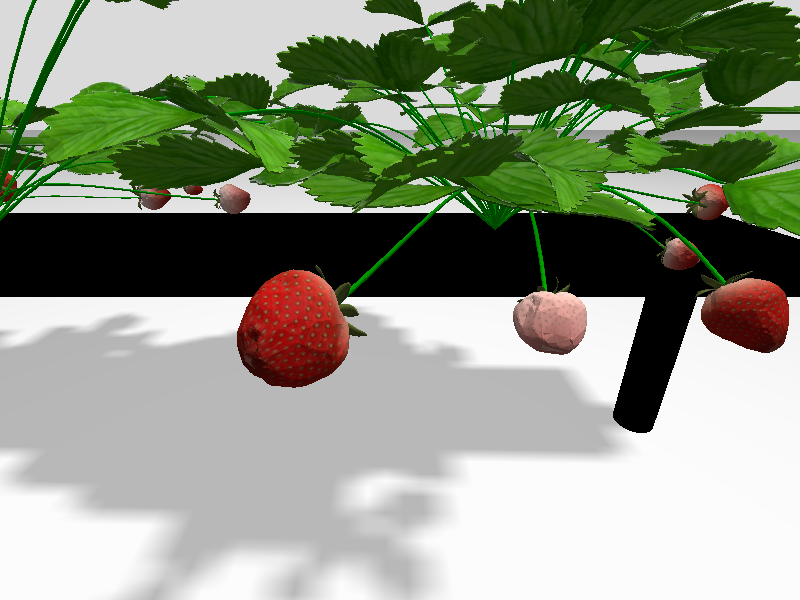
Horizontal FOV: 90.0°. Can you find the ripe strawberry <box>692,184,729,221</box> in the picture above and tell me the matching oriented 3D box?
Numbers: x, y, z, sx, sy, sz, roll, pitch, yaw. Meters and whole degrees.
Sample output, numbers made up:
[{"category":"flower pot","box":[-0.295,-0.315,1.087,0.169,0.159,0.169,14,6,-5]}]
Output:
[{"category":"ripe strawberry","box":[0.303,-0.095,0.388,0.035,0.034,0.032,-4,25,-10]}]

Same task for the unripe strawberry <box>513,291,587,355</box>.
[{"category":"unripe strawberry","box":[0.062,0.010,0.165,0.029,0.026,0.026,3,45,6]}]

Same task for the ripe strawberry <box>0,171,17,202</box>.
[{"category":"ripe strawberry","box":[-0.475,-0.136,0.470,0.039,0.041,0.042,-19,30,-35]}]

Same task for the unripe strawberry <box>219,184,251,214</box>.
[{"category":"unripe strawberry","box":[-0.171,-0.105,0.416,0.030,0.030,0.028,-8,26,-19]}]

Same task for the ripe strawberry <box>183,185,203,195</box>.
[{"category":"ripe strawberry","box":[-0.259,-0.141,0.503,0.023,0.019,0.023,15,3,29]}]

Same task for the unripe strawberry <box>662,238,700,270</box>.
[{"category":"unripe strawberry","box":[0.180,-0.028,0.255,0.018,0.021,0.020,-21,38,-37]}]

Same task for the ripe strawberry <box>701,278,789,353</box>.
[{"category":"ripe strawberry","box":[0.150,0.008,0.172,0.029,0.031,0.030,-8,-32,-17]}]

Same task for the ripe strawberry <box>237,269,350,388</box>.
[{"category":"ripe strawberry","box":[-0.039,0.012,0.143,0.037,0.042,0.040,13,28,26]}]

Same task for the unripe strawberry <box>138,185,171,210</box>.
[{"category":"unripe strawberry","box":[-0.259,-0.111,0.424,0.029,0.029,0.032,-17,30,-34]}]
